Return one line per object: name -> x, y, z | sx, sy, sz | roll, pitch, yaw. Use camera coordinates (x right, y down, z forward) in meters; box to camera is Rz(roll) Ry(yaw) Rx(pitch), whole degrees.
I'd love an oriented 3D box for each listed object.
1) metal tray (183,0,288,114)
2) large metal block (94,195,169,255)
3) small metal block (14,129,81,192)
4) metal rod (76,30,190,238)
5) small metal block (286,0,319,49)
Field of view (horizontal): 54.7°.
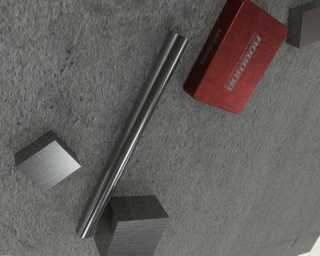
metal tray -> 0.098, -0.089, 0.404 | 0.091, 0.030, 0.129 | 15, 111, -35
large metal block -> -0.044, 0.149, 0.461 | 0.081, 0.050, 0.079 | 6, 116, -31
small metal block -> -0.130, 0.038, 0.360 | 0.050, 0.025, 0.050 | -36, 130, -5
metal rod -> -0.042, 0.020, 0.397 | 0.025, 0.025, 0.298 | 15, 110, -35
small metal block -> 0.207, -0.146, 0.433 | 0.050, 0.025, 0.050 | -23, 127, -15
